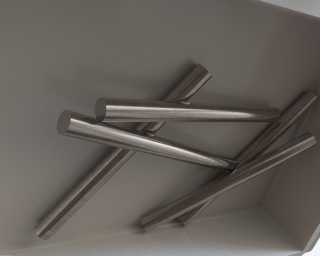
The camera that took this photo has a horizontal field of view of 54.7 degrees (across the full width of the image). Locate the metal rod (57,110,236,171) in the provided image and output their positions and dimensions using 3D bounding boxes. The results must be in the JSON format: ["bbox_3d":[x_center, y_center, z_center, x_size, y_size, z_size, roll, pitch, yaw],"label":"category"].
[{"bbox_3d":[0.011,0.027,0.403,0.302,0.025,0.025,18,109,-44],"label":"metal rod"}]

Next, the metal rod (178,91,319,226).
[{"bbox_3d":[0.145,0.052,0.519,0.300,0.025,0.025,-44,129,2],"label":"metal rod"}]

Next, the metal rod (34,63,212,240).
[{"bbox_3d":[-0.049,0.032,0.401,0.300,0.025,0.025,-45,129,3],"label":"metal rod"}]

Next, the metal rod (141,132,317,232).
[{"bbox_3d":[0.109,0.086,0.494,0.301,0.025,0.025,-27,128,-2],"label":"metal rod"}]

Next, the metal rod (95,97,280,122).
[{"bbox_3d":[0.060,-0.020,0.402,0.302,0.025,0.025,-1,119,-37],"label":"metal rod"}]
